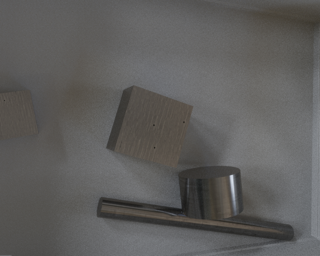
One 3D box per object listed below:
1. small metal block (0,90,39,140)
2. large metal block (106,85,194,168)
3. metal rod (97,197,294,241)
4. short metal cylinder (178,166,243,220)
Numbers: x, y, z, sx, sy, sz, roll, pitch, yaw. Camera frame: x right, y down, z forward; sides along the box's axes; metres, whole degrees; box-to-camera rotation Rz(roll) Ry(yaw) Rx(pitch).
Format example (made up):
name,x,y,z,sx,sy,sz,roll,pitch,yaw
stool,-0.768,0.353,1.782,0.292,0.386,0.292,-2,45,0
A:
name,x,y,z,sx,sy,sz,roll,pitch,yaw
small metal block,-0.168,-0.014,0.349,0.050,0.025,0.050,-11,94,-20
large metal block,-0.014,-0.001,0.393,0.081,0.050,0.080,18,84,-20
metal rod,0.063,0.131,0.435,0.302,0.025,0.025,14,86,-20
short metal cylinder,0.067,0.082,0.408,0.081,0.080,0.050,-7,93,-20
